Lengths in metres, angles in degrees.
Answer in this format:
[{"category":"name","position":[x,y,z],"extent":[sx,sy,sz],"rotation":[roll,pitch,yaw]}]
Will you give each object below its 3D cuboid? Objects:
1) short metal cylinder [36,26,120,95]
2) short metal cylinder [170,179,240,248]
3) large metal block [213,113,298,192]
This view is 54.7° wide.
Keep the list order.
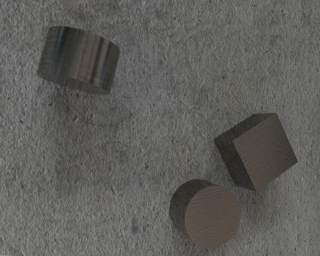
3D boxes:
[{"category":"short metal cylinder","position":[-0.090,-0.072,0.347],"extent":[0.081,0.080,0.050],"rotation":[15,85,-20]},{"category":"short metal cylinder","position":[0.060,0.113,0.418],"extent":[0.081,0.050,0.079],"rotation":[0,90,-20]},{"category":"large metal block","position":[0.137,0.033,0.446],"extent":[0.080,0.050,0.080],"rotation":[-30,100,-18]}]
